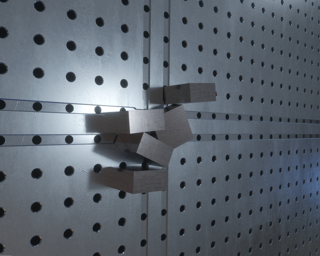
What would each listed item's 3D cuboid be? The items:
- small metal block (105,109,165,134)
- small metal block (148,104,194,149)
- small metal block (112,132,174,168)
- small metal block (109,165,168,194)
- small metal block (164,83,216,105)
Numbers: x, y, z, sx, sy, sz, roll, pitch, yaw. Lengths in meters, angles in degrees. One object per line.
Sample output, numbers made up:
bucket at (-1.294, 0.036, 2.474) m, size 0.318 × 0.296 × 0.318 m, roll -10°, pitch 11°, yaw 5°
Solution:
small metal block at (-0.030, -0.008, 0.369) m, size 0.050 × 0.050 × 0.025 m, roll -6°, pitch 94°, yaw -40°
small metal block at (0.011, 0.000, 0.414) m, size 0.050 × 0.025 × 0.050 m, roll -26°, pitch 107°, yaw -24°
small metal block at (-0.021, 0.026, 0.377) m, size 0.050 × 0.050 × 0.025 m, roll 31°, pitch 71°, yaw -36°
small metal block at (-0.026, 0.061, 0.373) m, size 0.050 × 0.050 × 0.025 m, roll 3°, pitch 88°, yaw -40°
small metal block at (0.042, -0.047, 0.430) m, size 0.050 × 0.050 × 0.025 m, roll -7°, pitch 95°, yaw -40°
